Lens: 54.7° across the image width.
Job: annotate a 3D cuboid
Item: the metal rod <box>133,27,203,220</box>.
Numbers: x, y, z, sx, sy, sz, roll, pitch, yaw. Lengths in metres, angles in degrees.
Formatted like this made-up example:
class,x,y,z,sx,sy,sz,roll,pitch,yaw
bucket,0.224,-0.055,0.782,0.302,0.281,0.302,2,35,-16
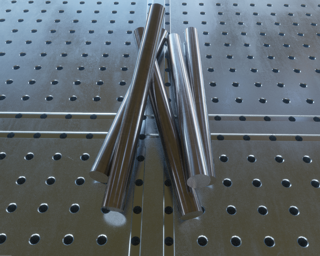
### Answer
class,x,y,z,sx,sy,sz,roll,pitch,yaw
metal rod,0.002,-0.028,0.411,0.025,0.025,0.299,-9,57,-8

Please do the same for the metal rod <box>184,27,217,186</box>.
class,x,y,z,sx,sy,sz,roll,pitch,yaw
metal rod,0.054,-0.054,0.453,0.025,0.025,0.300,1,50,0

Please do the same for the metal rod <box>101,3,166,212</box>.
class,x,y,z,sx,sy,sz,roll,pitch,yaw
metal rod,-0.028,-0.045,0.400,0.025,0.025,0.299,7,64,6

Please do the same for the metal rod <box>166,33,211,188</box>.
class,x,y,z,sx,sy,sz,roll,pitch,yaw
metal rod,0.032,-0.049,0.429,0.025,0.025,0.300,-2,44,-2

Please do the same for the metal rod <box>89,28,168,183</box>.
class,x,y,z,sx,sy,sz,roll,pitch,yaw
metal rod,-0.034,-0.054,0.452,0.025,0.025,0.300,11,51,9
